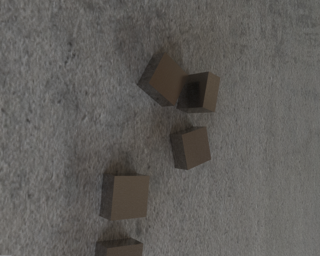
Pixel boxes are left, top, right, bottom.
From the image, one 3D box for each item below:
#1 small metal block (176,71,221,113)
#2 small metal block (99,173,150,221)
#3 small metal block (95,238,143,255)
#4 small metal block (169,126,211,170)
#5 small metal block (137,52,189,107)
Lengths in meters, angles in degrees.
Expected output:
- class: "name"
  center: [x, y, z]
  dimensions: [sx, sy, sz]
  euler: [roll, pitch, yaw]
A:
- class: "small metal block"
  center: [0.054, -0.049, 0.436]
  dimensions: [0.025, 0.050, 0.050]
  euler: [18, 79, -39]
- class: "small metal block"
  center: [-0.042, 0.081, 0.372]
  dimensions: [0.050, 0.025, 0.050]
  euler: [8, 85, -40]
- class: "small metal block"
  center: [-0.050, 0.161, 0.365]
  dimensions: [0.050, 0.025, 0.050]
  euler: [10, 84, -40]
- class: "small metal block"
  center: [0.044, 0.028, 0.444]
  dimensions: [0.050, 0.025, 0.050]
  euler: [-17, 101, -39]
- class: "small metal block"
  center: [0.005, -0.063, 0.411]
  dimensions: [0.050, 0.025, 0.050]
  euler: [39, 66, -34]
